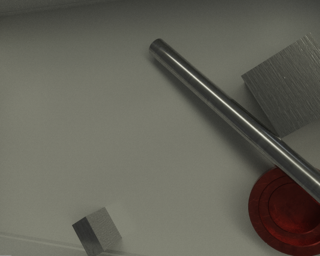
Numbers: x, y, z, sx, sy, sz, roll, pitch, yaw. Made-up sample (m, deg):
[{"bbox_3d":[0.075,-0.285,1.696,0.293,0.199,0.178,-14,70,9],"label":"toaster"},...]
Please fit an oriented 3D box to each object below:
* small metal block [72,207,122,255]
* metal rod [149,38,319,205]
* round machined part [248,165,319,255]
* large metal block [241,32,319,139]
[{"bbox_3d":[-0.086,0.143,0.426,0.025,0.050,0.050,-35,79,16],"label":"small metal block"},{"bbox_3d":[0.089,-0.010,0.349,0.300,0.025,0.025,46,104,25],"label":"metal rod"},{"bbox_3d":[0.152,0.088,0.348,0.098,0.042,0.097,0,90,19],"label":"round machined part"},{"bbox_3d":[0.149,-0.043,0.345,0.080,0.050,0.080,-32,80,17],"label":"large metal block"}]
